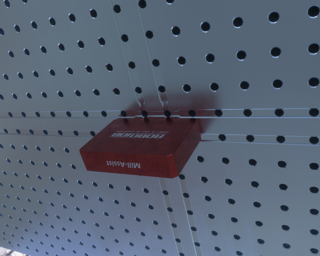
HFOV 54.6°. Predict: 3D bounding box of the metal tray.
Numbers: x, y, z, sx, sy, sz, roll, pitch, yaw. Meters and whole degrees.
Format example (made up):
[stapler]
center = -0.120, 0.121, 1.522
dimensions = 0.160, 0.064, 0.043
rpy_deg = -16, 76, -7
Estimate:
[metal tray]
center = -0.024, 0.021, 0.395
dimensions = 0.130, 0.090, 0.030
rpy_deg = 0, 119, 28
